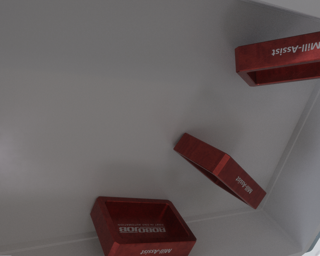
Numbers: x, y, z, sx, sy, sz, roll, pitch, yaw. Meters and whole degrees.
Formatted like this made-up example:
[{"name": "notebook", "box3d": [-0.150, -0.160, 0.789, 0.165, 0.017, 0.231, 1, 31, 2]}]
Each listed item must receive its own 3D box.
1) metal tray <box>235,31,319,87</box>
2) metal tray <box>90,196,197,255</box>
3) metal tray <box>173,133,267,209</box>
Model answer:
[{"name": "metal tray", "box3d": [0.165, -0.080, 0.369, 0.090, 0.130, 0.030, 10, 77, -63]}, {"name": "metal tray", "box3d": [-0.023, 0.140, 0.440, 0.131, 0.090, 0.030, 12, 112, -33]}, {"name": "metal tray", "box3d": [0.088, 0.063, 0.450, 0.130, 0.090, 0.030, 41, 82, -39]}]
